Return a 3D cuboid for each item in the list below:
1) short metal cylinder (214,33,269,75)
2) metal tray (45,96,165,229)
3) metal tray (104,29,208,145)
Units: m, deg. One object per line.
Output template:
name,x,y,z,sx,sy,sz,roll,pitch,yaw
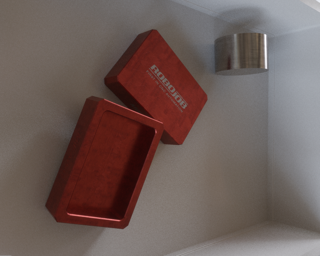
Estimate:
short metal cylinder,0.125,-0.111,0.478,0.081,0.080,0.050,-4,93,-40
metal tray,-0.057,0.040,0.341,0.091,0.030,0.129,22,87,-38
metal tray,0.001,-0.050,0.406,0.130,0.030,0.090,46,62,-30
